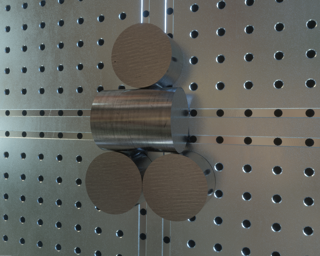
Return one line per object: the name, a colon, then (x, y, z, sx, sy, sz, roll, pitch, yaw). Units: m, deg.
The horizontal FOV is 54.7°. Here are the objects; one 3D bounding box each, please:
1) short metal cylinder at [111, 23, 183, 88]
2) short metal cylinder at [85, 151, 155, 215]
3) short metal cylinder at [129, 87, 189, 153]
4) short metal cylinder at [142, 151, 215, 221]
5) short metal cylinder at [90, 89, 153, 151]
short metal cylinder: (-0.015, -0.089, 0.404, 0.080, 0.050, 0.079, 0, 90, 19)
short metal cylinder: (-0.051, 0.070, 0.415, 0.080, 0.050, 0.079, 0, 90, 19)
short metal cylinder: (0.001, -0.010, 0.383, 0.050, 0.080, 0.079, 0, 90, 20)
short metal cylinder: (0.025, 0.070, 0.388, 0.080, 0.050, 0.079, 0, 90, 19)
short metal cylinder: (-0.046, -0.010, 0.399, 0.050, 0.080, 0.079, 0, 90, 20)
